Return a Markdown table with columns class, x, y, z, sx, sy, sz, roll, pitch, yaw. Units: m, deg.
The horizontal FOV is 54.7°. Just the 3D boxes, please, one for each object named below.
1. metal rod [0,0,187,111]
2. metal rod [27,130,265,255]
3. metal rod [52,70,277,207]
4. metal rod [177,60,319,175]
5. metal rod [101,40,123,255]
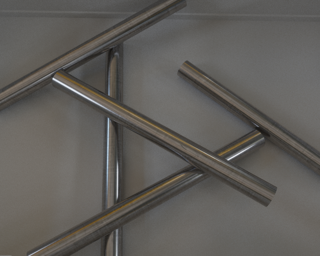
| class | x | y | z | sx | sy | sz | roll | pitch | yaw |
| --- | --- | --- | --- | --- | --- | --- | --- | --- | --- |
| metal rod | -0.099 | -0.105 | 0.424 | 0.301 | 0.025 | 0.025 | -30 | 73 | -2 |
| metal rod | -0.001 | 0.076 | 0.362 | 0.302 | 0.025 | 0.025 | -26 | 72 | -17 |
| metal rod | -0.006 | 0.005 | 0.374 | 0.301 | 0.025 | 0.025 | 29 | 72 | 14 |
| metal rod | 0.149 | 0.003 | 0.410 | 0.300 | 0.025 | 0.025 | 37 | 74 | 12 |
| metal rod | -0.061 | 0.008 | 0.405 | 0.025 | 0.025 | 0.299 | -2 | 70 | -1 |
